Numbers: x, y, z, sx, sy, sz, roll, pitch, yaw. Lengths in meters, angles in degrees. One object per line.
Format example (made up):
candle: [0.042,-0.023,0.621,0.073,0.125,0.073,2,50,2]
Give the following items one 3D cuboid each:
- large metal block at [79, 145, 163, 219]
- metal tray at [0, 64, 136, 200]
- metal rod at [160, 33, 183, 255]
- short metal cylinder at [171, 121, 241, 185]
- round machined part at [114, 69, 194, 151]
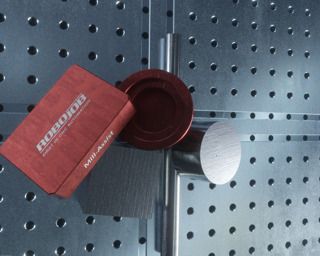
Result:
large metal block: [-0.049,0.062,0.381,0.081,0.050,0.080,11,86,-20]
metal tray: [-0.101,0.001,0.347,0.090,0.030,0.130,32,77,22]
metal rod: [0.016,0.024,0.419,0.025,0.025,0.298,1,90,-20]
short metal cylinder: [0.062,0.031,0.408,0.081,0.050,0.079,0,91,-40]
round machined part: [-0.008,-0.021,0.387,0.099,0.042,0.097,0,89,5]
